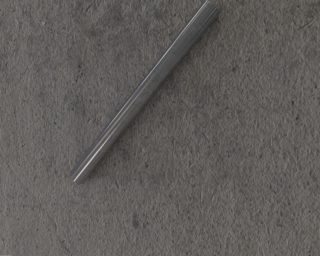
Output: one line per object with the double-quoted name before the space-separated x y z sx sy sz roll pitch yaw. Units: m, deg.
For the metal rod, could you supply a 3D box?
"metal rod" -0.028 -0.039 0.419 0.025 0.025 0.299 43 103 15
